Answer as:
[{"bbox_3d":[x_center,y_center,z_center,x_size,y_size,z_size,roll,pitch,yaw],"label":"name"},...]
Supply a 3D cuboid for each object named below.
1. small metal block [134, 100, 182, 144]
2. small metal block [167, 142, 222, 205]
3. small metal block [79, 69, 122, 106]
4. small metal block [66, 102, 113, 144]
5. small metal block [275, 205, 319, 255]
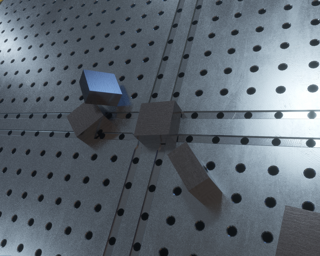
[{"bbox_3d":[-0.002,-0.007,0.413,0.050,0.025,0.050,-3,60,26],"label":"small metal block"},{"bbox_3d":[0.039,0.050,0.340,0.025,0.050,0.050,-35,52,5],"label":"small metal block"},{"bbox_3d":[-0.091,-0.061,0.473,0.025,0.050,0.050,-60,40,37],"label":"small metal block"},{"bbox_3d":[-0.107,-0.012,0.470,0.050,0.025,0.050,-39,51,1],"label":"small metal block"},{"bbox_3d":[0.134,0.102,0.275,0.050,0.025,0.050,8,65,31],"label":"small metal block"}]
